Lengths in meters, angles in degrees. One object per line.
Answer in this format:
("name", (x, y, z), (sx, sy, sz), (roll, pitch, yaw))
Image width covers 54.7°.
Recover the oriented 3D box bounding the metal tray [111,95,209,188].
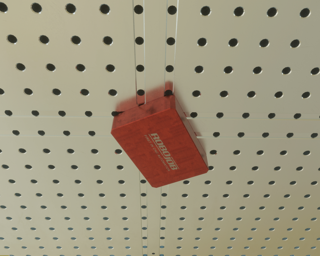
("metal tray", (0.003, 0.024, 0.429), (0.090, 0.030, 0.130), (-20, 128, 15))
